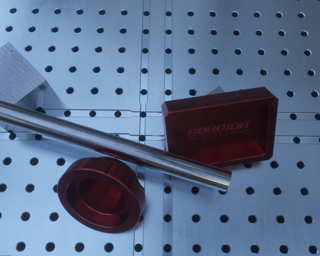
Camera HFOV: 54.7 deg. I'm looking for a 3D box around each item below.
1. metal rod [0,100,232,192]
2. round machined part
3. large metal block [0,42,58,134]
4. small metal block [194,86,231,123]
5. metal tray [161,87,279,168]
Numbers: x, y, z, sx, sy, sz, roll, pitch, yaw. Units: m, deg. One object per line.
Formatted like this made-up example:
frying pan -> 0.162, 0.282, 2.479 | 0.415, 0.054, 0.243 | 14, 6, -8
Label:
metal rod -> -0.067, 0.017, 0.358 | 0.302, 0.025, 0.025 | 17, 71, 2
round machined part -> -0.063, 0.072, 0.356 | 0.098, 0.097, 0.042 | 18, 36, 6
large metal block -> -0.201, -0.053, 0.415 | 0.080, 0.050, 0.080 | -43, 76, -14
small metal block -> 0.075, -0.020, 0.420 | 0.050, 0.025, 0.050 | -34, 74, -12
metal tray -> 0.072, 0.005, 0.377 | 0.131, 0.089, 0.030 | -9, 31, -4
